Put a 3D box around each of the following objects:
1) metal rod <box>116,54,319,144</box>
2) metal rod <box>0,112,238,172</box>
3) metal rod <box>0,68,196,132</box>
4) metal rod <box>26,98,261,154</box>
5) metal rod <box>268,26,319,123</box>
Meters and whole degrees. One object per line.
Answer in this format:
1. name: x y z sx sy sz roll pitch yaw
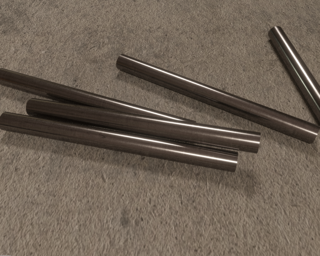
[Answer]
1. metal rod: 0.069 -0.048 0.444 0.301 0.025 0.025 24 54 18
2. metal rod: -0.057 0.016 0.389 0.302 0.025 0.025 10 51 7
3. metal rod: -0.098 -0.037 0.433 0.301 0.025 0.025 16 52 12
4. metal rod: -0.031 -0.006 0.391 0.301 0.025 0.025 9 51 13
5. metal rod: 0.221 -0.055 0.452 0.025 0.025 0.300 -5 50 -5
